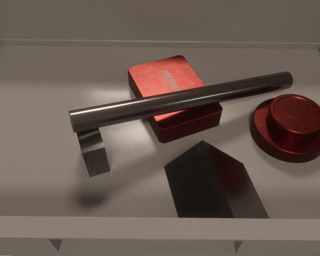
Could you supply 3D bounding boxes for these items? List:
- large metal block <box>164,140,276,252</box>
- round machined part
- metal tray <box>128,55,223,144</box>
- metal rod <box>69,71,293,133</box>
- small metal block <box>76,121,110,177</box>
[{"bbox_3d":[0.057,0.069,0.304,0.050,0.080,0.080,-38,47,24],"label":"large metal block"},{"bbox_3d":[0.172,-0.007,0.402,0.099,0.042,0.098,0,50,0],"label":"round machined part"},{"bbox_3d":[0.018,-0.046,0.441,0.091,0.030,0.130,-18,52,-15],"label":"metal tray"},{"bbox_3d":[0.042,-0.038,0.391,0.302,0.025,0.025,-13,51,-20],"label":"metal rod"},{"bbox_3d":[-0.081,0.022,0.369,0.025,0.050,0.050,-16,52,-13],"label":"small metal block"}]
